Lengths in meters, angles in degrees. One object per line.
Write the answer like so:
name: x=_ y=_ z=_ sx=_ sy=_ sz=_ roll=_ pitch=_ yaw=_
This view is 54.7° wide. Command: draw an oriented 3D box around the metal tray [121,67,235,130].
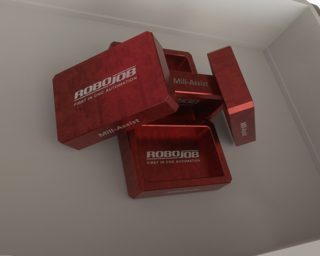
metal tray: x=0.016 y=-0.031 z=0.390 sx=0.131 sy=0.090 sz=0.030 roll=1 pitch=62 yaw=-29

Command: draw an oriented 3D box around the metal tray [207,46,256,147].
metal tray: x=0.100 y=-0.038 z=0.421 sx=0.030 sy=0.130 sz=0.090 roll=-19 pitch=64 yaw=10

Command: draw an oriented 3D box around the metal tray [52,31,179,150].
metal tray: x=-0.053 y=-0.039 z=0.340 sx=0.030 sy=0.130 sz=0.090 roll=41 pitch=32 yaw=-60

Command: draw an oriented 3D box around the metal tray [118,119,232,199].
metal tray: x=0.019 y=0.035 z=0.387 sx=0.131 sy=0.030 sz=0.090 roll=1 pitch=61 yaw=-29

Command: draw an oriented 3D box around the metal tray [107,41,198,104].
metal tray: x=-0.006 y=-0.071 z=0.440 sx=0.131 sy=0.030 sz=0.090 roll=0 pitch=62 yaw=-29
